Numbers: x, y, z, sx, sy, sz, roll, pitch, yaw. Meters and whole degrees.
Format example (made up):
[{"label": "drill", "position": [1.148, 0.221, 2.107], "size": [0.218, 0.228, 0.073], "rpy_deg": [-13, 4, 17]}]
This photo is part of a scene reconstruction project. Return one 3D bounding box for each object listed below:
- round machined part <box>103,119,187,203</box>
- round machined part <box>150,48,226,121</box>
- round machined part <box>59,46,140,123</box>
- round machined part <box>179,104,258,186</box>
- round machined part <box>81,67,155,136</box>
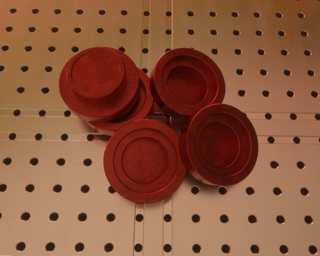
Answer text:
[{"label": "round machined part", "position": [-0.019, 0.040, 0.379], "size": [0.099, 0.042, 0.097], "rpy_deg": [1, 84, -10]}, {"label": "round machined part", "position": [0.033, -0.054, 0.413], "size": [0.099, 0.042, 0.098], "rpy_deg": [6, 70, -16]}, {"label": "round machined part", "position": [-0.075, -0.059, 0.378], "size": [0.099, 0.042, 0.098], "rpy_deg": [0, 70, -1]}, {"label": "round machined part", "position": [0.068, 0.022, 0.383], "size": [0.099, 0.042, 0.097], "rpy_deg": [3, 80, -21]}, {"label": "round machined part", "position": [-0.056, -0.035, 0.414], "size": [0.099, 0.042, 0.098], "rpy_deg": [0, 70, -1]}]
